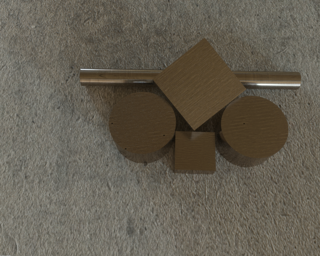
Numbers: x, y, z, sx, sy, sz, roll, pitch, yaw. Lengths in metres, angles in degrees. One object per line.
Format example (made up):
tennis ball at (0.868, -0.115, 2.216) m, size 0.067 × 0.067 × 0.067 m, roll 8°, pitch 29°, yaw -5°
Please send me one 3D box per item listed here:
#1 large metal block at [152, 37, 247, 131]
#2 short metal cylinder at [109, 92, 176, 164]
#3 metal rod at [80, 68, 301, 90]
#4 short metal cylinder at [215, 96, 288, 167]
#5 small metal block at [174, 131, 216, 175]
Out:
large metal block at (0.048, -0.053, 0.397) m, size 0.080 × 0.050 × 0.080 m, roll -39°, pitch 91°, yaw 1°
short metal cylinder at (-0.021, 0.001, 0.395) m, size 0.081 × 0.050 × 0.080 m, roll 0°, pitch 70°, yaw 0°
metal rod at (0.042, -0.069, 0.434) m, size 0.302 × 0.025 × 0.025 m, roll 1°, pitch 70°, yaw 0°
short metal cylinder at (0.113, 0.006, 0.394) m, size 0.081 × 0.050 × 0.080 m, roll 0°, pitch 70°, yaw 0°
small metal block at (0.044, 0.032, 0.398) m, size 0.050 × 0.025 × 0.050 m, roll 2°, pitch 70°, yaw 0°
